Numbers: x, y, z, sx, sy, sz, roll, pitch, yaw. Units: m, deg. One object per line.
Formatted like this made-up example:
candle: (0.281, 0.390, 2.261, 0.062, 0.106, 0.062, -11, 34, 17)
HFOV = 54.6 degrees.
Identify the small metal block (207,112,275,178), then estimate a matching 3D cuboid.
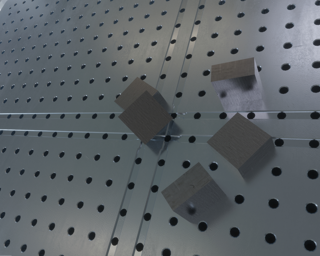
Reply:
small metal block: (0.091, 0.018, 0.350, 0.050, 0.025, 0.050, -44, 51, -2)

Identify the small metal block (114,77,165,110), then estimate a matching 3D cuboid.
small metal block: (-0.030, -0.039, 0.449, 0.050, 0.025, 0.050, -48, 51, -5)

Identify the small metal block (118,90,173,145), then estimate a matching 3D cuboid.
small metal block: (-0.019, -0.014, 0.410, 0.050, 0.025, 0.050, -44, 93, -2)

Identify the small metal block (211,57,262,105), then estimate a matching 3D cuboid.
small metal block: (0.094, -0.056, 0.378, 0.050, 0.050, 0.025, -7, 59, 25)

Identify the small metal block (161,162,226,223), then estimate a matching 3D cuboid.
small metal block: (0.037, 0.070, 0.331, 0.050, 0.050, 0.025, -39, 51, 2)
